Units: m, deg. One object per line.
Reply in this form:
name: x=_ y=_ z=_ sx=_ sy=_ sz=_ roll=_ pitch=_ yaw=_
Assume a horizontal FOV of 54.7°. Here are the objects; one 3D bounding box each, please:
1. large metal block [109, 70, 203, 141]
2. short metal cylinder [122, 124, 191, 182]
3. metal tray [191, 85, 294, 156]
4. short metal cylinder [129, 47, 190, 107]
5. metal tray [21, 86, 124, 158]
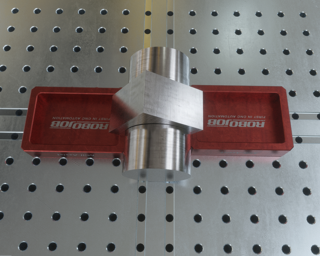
large metal block: x=-0.005 y=-0.019 z=0.374 sx=0.081 sy=0.080 sz=0.050 roll=15 pitch=66 yaw=-31
short metal cylinder: x=-0.003 y=0.032 z=0.370 sx=0.081 sy=0.080 sz=0.050 roll=2 pitch=70 yaw=0
metal tray: x=0.102 y=-0.010 z=0.413 sx=0.131 sy=0.030 sz=0.090 roll=1 pitch=70 yaw=0
short metal cylinder: x=-0.001 y=-0.062 z=0.405 sx=0.081 sy=0.080 sz=0.050 roll=1 pitch=70 yaw=0
metal tray: x=-0.106 y=-0.008 z=0.410 sx=0.131 sy=0.030 sz=0.090 roll=1 pitch=70 yaw=0
